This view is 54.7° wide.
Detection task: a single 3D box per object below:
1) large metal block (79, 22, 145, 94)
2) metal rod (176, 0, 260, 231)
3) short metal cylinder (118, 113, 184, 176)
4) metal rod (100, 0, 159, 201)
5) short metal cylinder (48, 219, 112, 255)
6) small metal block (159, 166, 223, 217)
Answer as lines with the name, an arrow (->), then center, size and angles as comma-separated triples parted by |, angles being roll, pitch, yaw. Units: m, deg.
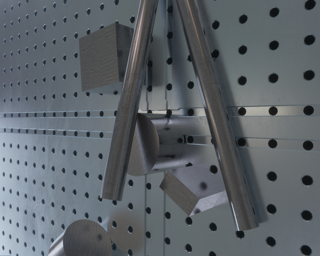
large metal block -> -0.071, -0.097, 0.452 | 0.080, 0.050, 0.080 | -7, 86, 39
metal rod -> 0.061, -0.036, 0.359 | 0.025, 0.025, 0.299 | -22, 77, 38
short metal cylinder -> -0.015, 0.020, 0.406 | 0.080, 0.050, 0.079 | 0, 90, 40
metal rod -> -0.032, -0.062, 0.385 | 0.025, 0.025, 0.299 | -1, 74, 40
short metal cylinder -> -0.121, 0.189, 0.474 | 0.050, 0.081, 0.080 | -47, 62, 30
small metal block -> 0.037, 0.072, 0.363 | 0.050, 0.050, 0.025 | 40, 115, 32
